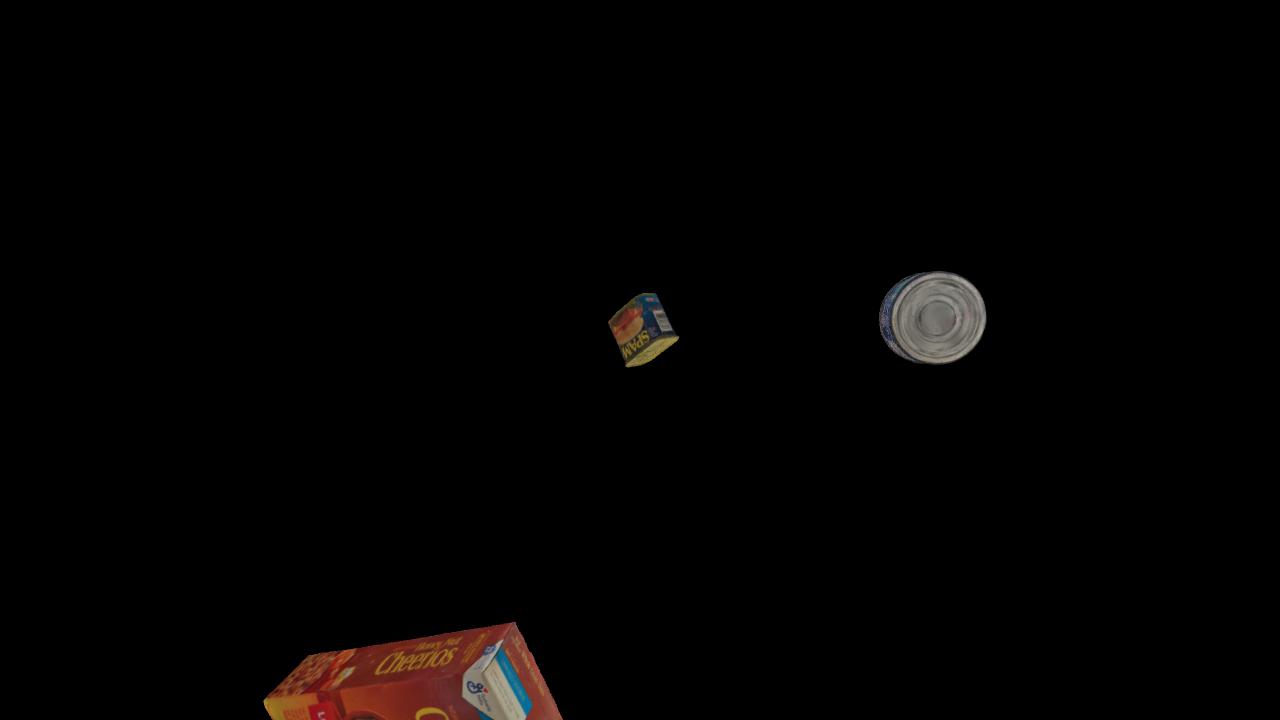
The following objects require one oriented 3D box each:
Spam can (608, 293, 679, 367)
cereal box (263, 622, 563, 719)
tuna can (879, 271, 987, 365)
[{"bbox_3d":[0.003,-0.049,1.002,0.058,0.085,0.101,-8,-22,-45],"label":"Spam can"},{"bbox_3d":[-0.231,0.406,0.664,0.306,0.203,0.081,-17,13,21],"label":"cereal box"},{"bbox_3d":[0.262,-0.038,0.553,0.084,0.084,0.034,0,4,6],"label":"tuna can"}]
